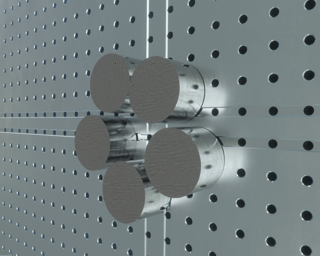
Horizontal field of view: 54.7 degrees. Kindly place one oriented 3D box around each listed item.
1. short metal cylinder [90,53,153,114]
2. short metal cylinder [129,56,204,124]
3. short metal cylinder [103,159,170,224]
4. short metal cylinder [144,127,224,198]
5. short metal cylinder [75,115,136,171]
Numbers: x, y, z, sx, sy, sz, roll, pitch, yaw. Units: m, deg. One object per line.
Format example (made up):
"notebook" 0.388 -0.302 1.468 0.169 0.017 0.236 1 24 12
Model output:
"short metal cylinder" -0.053 -0.061 0.436 0.080 0.050 0.079 0 90 39
"short metal cylinder" 0.007 -0.045 0.386 0.080 0.050 0.079 0 91 40
"short metal cylinder" -0.032 0.083 0.418 0.080 0.050 0.080 0 89 40
"short metal cylinder" 0.028 0.039 0.369 0.080 0.050 0.079 1 92 39
"short metal cylinder" -0.082 0.021 0.460 0.080 0.050 0.079 0 91 40
